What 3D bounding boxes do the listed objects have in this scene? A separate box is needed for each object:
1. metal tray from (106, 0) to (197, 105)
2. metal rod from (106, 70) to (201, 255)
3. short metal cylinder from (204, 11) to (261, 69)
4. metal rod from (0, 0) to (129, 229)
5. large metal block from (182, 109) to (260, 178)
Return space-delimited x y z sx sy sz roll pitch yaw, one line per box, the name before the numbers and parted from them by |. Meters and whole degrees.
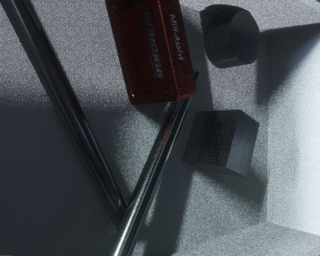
metal tray | -0.012 -0.094 0.355 0.030 0.090 0.129 -22 104 -38
metal rod | -0.006 0.046 0.380 0.025 0.025 0.300 42 57 -32
short metal cylinder | 0.115 -0.137 0.489 0.081 0.050 0.079 0 90 -40
metal rod | -0.092 -0.010 0.330 0.025 0.025 0.299 -35 112 -35
large metal block | 0.087 0.021 0.446 0.050 0.080 0.080 28 73 -37
